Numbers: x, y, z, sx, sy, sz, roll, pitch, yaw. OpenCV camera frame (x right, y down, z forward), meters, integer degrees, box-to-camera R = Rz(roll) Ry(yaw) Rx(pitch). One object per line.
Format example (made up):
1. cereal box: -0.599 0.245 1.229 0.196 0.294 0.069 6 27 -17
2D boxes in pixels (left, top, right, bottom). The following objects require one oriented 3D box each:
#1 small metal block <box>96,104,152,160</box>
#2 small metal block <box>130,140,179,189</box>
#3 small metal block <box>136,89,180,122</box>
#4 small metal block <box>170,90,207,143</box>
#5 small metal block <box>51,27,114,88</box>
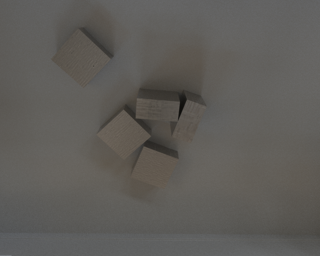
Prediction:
1. small metal block: -0.047 0.005 0.413 0.050 0.025 0.050 -41 106 13
2. small metal block: -0.008 0.050 0.430 0.050 0.025 0.050 21 109 -8
3. small metal block: -0.003 -0.030 0.387 0.050 0.050 0.025 5 110 -2
4. small metal block: 0.034 -0.016 0.393 0.025 0.050 0.050 19 109 -7
5. small metal block: -0.094 -0.086 0.378 0.050 0.025 0.050 43 104 -15
